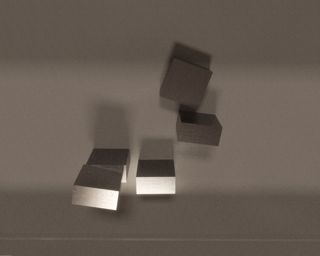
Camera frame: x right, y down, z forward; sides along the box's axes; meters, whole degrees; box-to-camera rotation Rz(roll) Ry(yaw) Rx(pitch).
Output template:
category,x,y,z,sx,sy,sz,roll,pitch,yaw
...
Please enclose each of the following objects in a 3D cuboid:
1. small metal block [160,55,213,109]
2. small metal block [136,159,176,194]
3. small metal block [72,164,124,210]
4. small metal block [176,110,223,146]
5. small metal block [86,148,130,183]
category,x,y,z,sx,sy,sz,roll,pitch,yaw
small metal block,0.032,-0.058,0.391,0.050,0.025,0.050,19,109,-8
small metal block,-0.005,0.065,0.422,0.050,0.050,0.025,0,110,0
small metal block,-0.073,0.069,0.369,0.050,0.050,0.025,9,110,-4
small metal block,0.049,-0.001,0.398,0.050,0.050,0.025,7,110,-3
small metal block,-0.068,0.049,0.415,0.050,0.050,0.025,1,110,-1
